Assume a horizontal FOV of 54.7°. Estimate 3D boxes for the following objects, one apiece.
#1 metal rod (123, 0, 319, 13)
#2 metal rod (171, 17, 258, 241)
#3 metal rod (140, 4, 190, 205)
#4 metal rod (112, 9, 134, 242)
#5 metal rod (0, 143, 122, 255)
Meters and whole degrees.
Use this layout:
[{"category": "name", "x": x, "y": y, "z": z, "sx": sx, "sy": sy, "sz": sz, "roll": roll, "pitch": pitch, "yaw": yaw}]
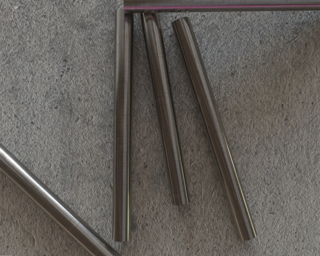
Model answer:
[{"category": "metal rod", "x": 0.105, "y": -0.162, "z": 0.396, "sx": 0.302, "sy": 0.025, "sz": 0.025, "roll": -3, "pitch": 90, "yaw": -6}, {"category": "metal rod", "x": 0.072, "y": 0.001, "z": 0.410, "sx": 0.025, "sy": 0.025, "sz": 0.298, "roll": -18, "pitch": 90, "yaw": 0}, {"category": "metal rod", "x": 0.003, "y": -0.049, "z": 0.409, "sx": 0.025, "sy": 0.025, "sz": 0.298, "roll": -10, "pitch": 90, "yaw": 0}, {"category": "metal rod", "x": -0.049, "y": -0.003, "z": 0.409, "sx": 0.025, "sy": 0.025, "sz": 0.298, "roll": 1, "pitch": 90, "yaw": 0}, {"category": "metal rod", "x": -0.162, "y": 0.082, "z": 0.408, "sx": 0.300, "sy": 0.025, "sz": 0.025, "roll": 43, "pitch": 90, "yaw": 0}]
